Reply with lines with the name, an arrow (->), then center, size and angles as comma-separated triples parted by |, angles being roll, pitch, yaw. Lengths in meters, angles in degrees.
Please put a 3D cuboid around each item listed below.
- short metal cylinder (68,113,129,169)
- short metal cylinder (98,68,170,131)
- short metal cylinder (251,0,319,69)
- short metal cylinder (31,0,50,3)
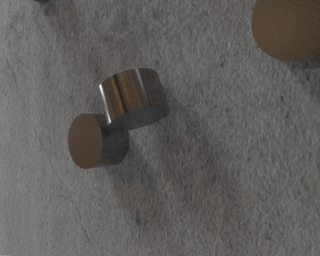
short metal cylinder -> -0.092, 0.019, 0.462 | 0.080, 0.050, 0.079 | 0, 90, 39
short metal cylinder -> -0.033, -0.034, 0.394 | 0.080, 0.081, 0.050 | -29, 72, 36
short metal cylinder -> 0.131, -0.097, 0.280 | 0.080, 0.050, 0.079 | 0, 90, 39
short metal cylinder -> -0.238, -0.282, 0.581 | 0.080, 0.050, 0.079 | 0, 90, 39
